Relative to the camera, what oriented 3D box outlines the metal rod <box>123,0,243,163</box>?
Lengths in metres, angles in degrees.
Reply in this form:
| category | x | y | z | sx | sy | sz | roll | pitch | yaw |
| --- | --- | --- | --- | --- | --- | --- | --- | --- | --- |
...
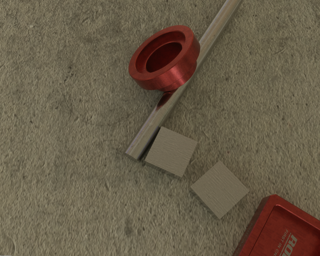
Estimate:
| category | x | y | z | sx | sy | sz | roll | pitch | yaw |
| --- | --- | --- | --- | --- | --- | --- | --- | --- | --- |
| metal rod | 0.041 | -0.082 | 0.438 | 0.025 | 0.025 | 0.300 | 30 | 72 | 10 |

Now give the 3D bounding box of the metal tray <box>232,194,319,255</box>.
| category | x | y | z | sx | sy | sz | roll | pitch | yaw |
| --- | --- | --- | --- | --- | --- | --- | --- | --- | --- |
| metal tray | 0.134 | 0.154 | 0.350 | 0.090 | 0.030 | 0.130 | 32 | 73 | 10 |

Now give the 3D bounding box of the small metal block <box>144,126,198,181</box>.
| category | x | y | z | sx | sy | sz | roll | pitch | yaw |
| --- | --- | --- | --- | --- | --- | --- | --- | --- | --- |
| small metal block | 0.014 | 0.033 | 0.396 | 0.050 | 0.025 | 0.050 | 24 | 72 | 8 |

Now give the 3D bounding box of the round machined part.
| category | x | y | z | sx | sy | sz | roll | pitch | yaw |
| --- | --- | --- | --- | --- | --- | --- | --- | --- | --- |
| round machined part | 0.010 | -0.088 | 0.415 | 0.098 | 0.042 | 0.098 | -21 | 44 | 23 |

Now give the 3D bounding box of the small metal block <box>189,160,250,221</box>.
| category | x | y | z | sx | sy | sz | roll | pitch | yaw |
| --- | --- | --- | --- | --- | --- | --- | --- | --- | --- |
| small metal block | 0.071 | 0.077 | 0.381 | 0.050 | 0.025 | 0.050 | -39 | 75 | -13 |
